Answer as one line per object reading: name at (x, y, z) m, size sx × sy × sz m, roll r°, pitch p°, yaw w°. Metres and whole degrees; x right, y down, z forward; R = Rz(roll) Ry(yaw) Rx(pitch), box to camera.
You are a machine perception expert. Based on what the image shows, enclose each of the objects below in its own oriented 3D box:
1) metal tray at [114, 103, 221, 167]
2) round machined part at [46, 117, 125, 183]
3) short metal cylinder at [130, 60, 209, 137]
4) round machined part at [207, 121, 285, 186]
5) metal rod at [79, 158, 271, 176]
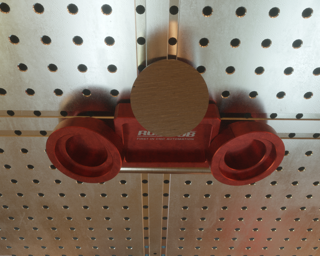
metal tray at (0.008, 0.012, 0.413) m, size 0.131 × 0.030 × 0.089 m, roll 0°, pitch 131°, yaw -1°
round machined part at (-0.094, 0.025, 0.409) m, size 0.099 × 0.042 × 0.097 m, roll 5°, pitch 128°, yaw 6°
short metal cylinder at (0.010, -0.035, 0.341) m, size 0.081 × 0.050 × 0.079 m, roll 0°, pitch 104°, yaw 0°
round machined part at (0.110, 0.029, 0.415) m, size 0.099 × 0.042 × 0.097 m, roll -5°, pitch 129°, yaw -6°
metal rod at (0.010, 0.055, 0.453) m, size 0.302 × 0.025 × 0.025 m, roll 1°, pitch 130°, yaw -2°
